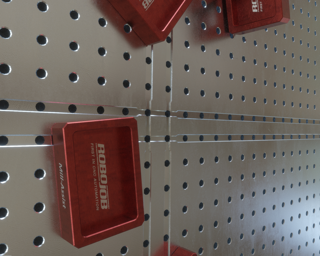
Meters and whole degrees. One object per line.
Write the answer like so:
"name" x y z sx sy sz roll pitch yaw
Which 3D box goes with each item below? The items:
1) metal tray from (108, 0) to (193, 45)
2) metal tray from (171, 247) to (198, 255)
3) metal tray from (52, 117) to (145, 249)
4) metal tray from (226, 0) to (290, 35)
"metal tray" -0.002 -0.184 0.402 0.090 0.030 0.130 45 63 -30
"metal tray" 0.015 0.241 0.417 0.131 0.030 0.090 -39 114 -33
"metal tray" -0.066 0.055 0.349 0.091 0.030 0.129 -7 95 -40
"metal tray" 0.149 -0.222 0.487 0.030 0.090 0.129 -13 98 -46
